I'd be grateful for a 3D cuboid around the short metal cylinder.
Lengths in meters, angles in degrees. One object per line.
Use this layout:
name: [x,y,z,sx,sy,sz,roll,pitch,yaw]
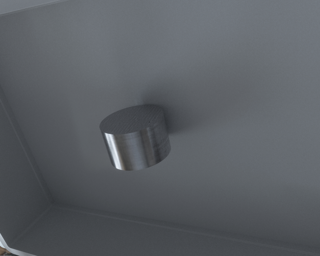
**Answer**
short metal cylinder: [-0.030,0.010,0.392,0.080,0.080,0.050,2,119,27]
